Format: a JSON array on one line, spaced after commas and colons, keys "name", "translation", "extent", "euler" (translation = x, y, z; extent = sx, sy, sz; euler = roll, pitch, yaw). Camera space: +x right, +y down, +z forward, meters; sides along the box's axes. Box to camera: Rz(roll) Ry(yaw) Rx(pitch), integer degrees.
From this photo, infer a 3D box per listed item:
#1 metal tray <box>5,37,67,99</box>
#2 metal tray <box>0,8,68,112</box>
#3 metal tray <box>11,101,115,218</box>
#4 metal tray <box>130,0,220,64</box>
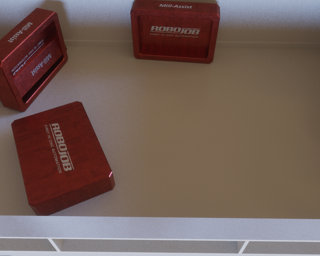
[{"name": "metal tray", "translation": [-0.216, -0.100, 0.473], "extent": [0.090, 0.030, 0.130], "euler": [9, 50, 22]}, {"name": "metal tray", "translation": [-0.185, -0.099, 0.443], "extent": [0.030, 0.089, 0.130], "euler": [16, 52, 10]}, {"name": "metal tray", "translation": [-0.119, 0.031, 0.375], "extent": [0.091, 0.030, 0.130], "euler": [-20, 53, -16]}, {"name": "metal tray", "translation": [0.023, -0.150, 0.488], "extent": [0.131, 0.090, 0.030], "euler": [5, 50, 4]}]
